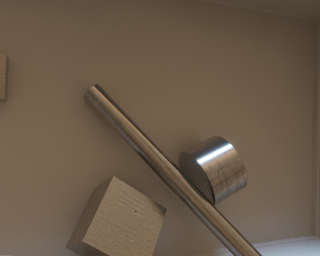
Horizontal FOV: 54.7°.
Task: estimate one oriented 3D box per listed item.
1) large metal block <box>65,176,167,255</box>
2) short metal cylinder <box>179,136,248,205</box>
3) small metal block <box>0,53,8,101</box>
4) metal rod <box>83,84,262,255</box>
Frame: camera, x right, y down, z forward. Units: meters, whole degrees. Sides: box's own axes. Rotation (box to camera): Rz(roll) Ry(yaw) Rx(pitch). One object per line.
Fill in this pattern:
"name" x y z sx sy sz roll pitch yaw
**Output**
"large metal block" -0.048 0.116 0.363 0.080 0.050 0.080 36 49 -17
"short metal cylinder" 0.068 0.057 0.408 0.050 0.080 0.080 -25 99 -19
"small metal block" -0.196 -0.057 0.338 0.050 0.025 0.050 2 90 -21
"metal rod" 0.019 0.063 0.378 0.025 0.025 0.300 -43 89 -15
